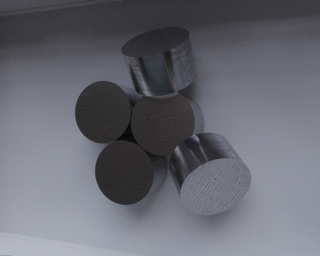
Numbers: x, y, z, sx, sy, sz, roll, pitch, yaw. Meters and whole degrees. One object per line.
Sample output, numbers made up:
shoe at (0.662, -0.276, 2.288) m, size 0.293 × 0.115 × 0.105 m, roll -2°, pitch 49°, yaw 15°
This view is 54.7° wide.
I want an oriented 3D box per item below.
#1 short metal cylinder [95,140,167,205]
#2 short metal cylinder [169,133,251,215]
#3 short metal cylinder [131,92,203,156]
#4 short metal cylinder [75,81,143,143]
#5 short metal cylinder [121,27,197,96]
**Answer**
short metal cylinder at (-0.037, 0.055, 0.407) m, size 0.080 × 0.050 × 0.079 m, roll 0°, pitch 90°, yaw 19°
short metal cylinder at (0.055, 0.052, 0.354) m, size 0.081 × 0.050 × 0.079 m, roll -7°, pitch 122°, yaw -11°
short metal cylinder at (0.011, -0.007, 0.391) m, size 0.080 × 0.050 × 0.079 m, roll 0°, pitch 90°, yaw 19°
short metal cylinder at (-0.065, -0.020, 0.417) m, size 0.080 × 0.050 × 0.079 m, roll 0°, pitch 90°, yaw 19°
short metal cylinder at (0.000, -0.081, 0.371) m, size 0.080 × 0.080 × 0.050 m, roll -3°, pitch 127°, yaw 19°
